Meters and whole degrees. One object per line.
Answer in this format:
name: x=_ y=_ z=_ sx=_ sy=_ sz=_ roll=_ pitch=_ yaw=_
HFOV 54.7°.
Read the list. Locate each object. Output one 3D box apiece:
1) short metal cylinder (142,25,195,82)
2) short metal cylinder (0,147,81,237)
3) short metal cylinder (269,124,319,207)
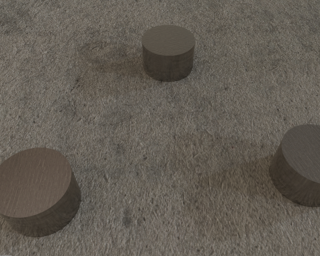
short metal cylinder: x=0.013 y=-0.118 z=0.486 sx=0.080 sy=0.050 sz=0.080 roll=0 pitch=50 yaw=0
short metal cylinder: x=-0.130 y=0.068 z=0.329 sx=0.080 sy=0.050 sz=0.080 roll=0 pitch=50 yaw=0
short metal cylinder: x=0.172 y=0.042 z=0.353 sx=0.080 sy=0.050 sz=0.080 roll=0 pitch=50 yaw=0
